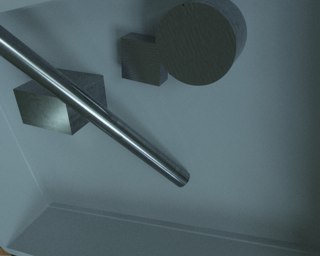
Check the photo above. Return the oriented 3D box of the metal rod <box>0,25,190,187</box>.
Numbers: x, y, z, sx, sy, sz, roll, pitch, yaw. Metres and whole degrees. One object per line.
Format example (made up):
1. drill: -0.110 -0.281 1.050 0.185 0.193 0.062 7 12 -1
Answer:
1. metal rod: -0.070 -0.013 0.369 0.025 0.025 0.301 -28 124 37

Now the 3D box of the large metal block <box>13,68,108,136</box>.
1. large metal block: -0.129 -0.039 0.415 0.080 0.080 0.050 12 123 21

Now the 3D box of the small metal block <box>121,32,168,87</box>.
1. small metal block: -0.017 -0.082 0.366 0.050 0.025 0.050 16 125 19

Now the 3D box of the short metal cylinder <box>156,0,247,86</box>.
1. short metal cylinder: 0.043 -0.089 0.314 0.080 0.050 0.079 13 124 20
